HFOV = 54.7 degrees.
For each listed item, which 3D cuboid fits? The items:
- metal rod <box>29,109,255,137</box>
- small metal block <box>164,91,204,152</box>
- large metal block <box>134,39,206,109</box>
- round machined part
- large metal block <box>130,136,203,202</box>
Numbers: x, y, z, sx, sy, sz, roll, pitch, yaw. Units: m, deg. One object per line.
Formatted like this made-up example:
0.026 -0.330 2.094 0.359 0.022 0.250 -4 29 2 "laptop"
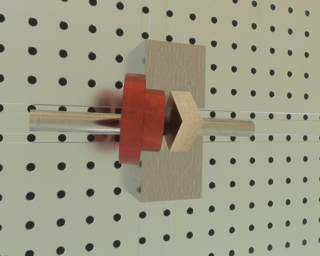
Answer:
-0.008 -0.004 0.409 0.302 0.025 0.025 2 90 -20 "metal rod"
0.023 -0.008 0.361 0.025 0.050 0.050 1 46 -20 "small metal block"
0.011 -0.065 0.403 0.081 0.050 0.079 1 90 -20 "large metal block"
-0.019 -0.009 0.336 0.042 0.098 0.097 4 89 -6 "round machined part"
0.007 0.049 0.402 0.081 0.050 0.080 1 90 -20 "large metal block"
